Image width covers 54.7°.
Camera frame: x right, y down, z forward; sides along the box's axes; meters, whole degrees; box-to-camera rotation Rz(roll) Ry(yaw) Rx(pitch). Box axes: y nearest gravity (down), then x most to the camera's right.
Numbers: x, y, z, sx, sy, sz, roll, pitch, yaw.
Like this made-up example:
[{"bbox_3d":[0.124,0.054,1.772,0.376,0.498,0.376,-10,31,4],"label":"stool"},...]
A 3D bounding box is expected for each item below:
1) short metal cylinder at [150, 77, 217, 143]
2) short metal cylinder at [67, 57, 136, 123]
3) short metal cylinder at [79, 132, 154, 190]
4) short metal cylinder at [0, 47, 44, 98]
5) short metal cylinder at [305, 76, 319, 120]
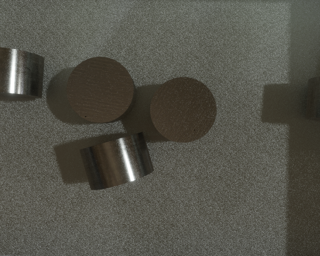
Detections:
[{"bbox_3d":[0.028,-0.022,0.399,0.081,0.050,0.079,0,90,-1],"label":"short metal cylinder"},{"bbox_3d":[-0.072,-0.046,0.398,0.081,0.050,0.079,0,90,-1],"label":"short metal cylinder"},{"bbox_3d":[-0.053,0.039,0.383,0.080,0.080,0.050,-16,90,0],"label":"short metal cylinder"},{"bbox_3d":[-0.187,-0.065,0.381,0.081,0.080,0.050,3,90,-1],"label":"short metal cylinder"},{"bbox_3d":[0.228,-0.034,0.387,0.081,0.080,0.050,5,90,-1],"label":"short metal cylinder"}]
